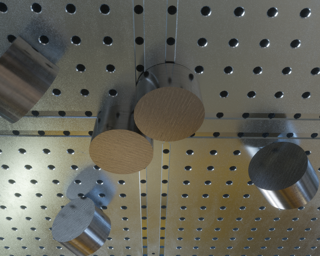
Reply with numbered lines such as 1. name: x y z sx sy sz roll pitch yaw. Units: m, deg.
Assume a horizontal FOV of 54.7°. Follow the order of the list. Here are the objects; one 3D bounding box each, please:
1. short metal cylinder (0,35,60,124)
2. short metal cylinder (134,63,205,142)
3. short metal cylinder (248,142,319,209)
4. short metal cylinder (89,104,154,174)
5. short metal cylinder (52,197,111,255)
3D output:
1. short metal cylinder: -0.154 -0.051 0.329 0.080 0.080 0.050 -33 123 25
2. short metal cylinder: 0.010 -0.030 0.370 0.081 0.050 0.079 -1 131 -1
3. short metal cylinder: 0.173 0.066 0.435 0.080 0.080 0.050 -27 125 21
4. short metal cylinder: -0.049 0.016 0.408 0.081 0.050 0.079 -1 130 0
5. short metal cylinder: -0.129 0.162 0.512 0.080 0.080 0.050 -19 128 15
